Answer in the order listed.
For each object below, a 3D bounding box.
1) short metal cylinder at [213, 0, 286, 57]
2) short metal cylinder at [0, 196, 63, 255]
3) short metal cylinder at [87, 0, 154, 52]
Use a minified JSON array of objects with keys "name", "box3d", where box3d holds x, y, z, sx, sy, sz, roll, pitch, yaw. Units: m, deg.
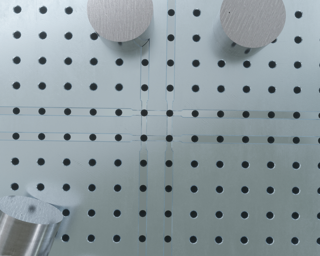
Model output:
[{"name":"short metal cylinder","box3d":[0.113,-0.137,0.402,0.081,0.050,0.079,0,90,0]},{"name":"short metal cylinder","box3d":[-0.169,0.124,0.385,0.080,0.080,0.050,21,90,0]},{"name":"short metal cylinder","box3d":[-0.048,-0.144,0.400,0.081,0.050,0.079,0,90,0]}]
